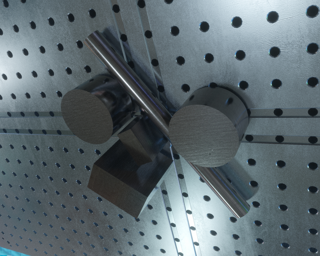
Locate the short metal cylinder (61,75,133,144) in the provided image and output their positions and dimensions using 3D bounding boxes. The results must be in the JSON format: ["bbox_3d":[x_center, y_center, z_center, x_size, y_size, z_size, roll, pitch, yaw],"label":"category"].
[{"bbox_3d":[-0.085,-0.025,0.419,0.080,0.050,0.079,13,124,21],"label":"short metal cylinder"}]

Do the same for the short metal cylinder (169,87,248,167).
[{"bbox_3d":[0.057,-0.001,0.359,0.080,0.050,0.079,13,124,21],"label":"short metal cylinder"}]

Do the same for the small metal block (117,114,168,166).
[{"bbox_3d":[-0.021,0.013,0.409,0.025,0.050,0.050,-23,106,36],"label":"small metal block"}]

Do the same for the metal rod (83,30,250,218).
[{"bbox_3d":[0.013,0.000,0.399,0.300,0.025,0.025,49,129,-7],"label":"metal rod"}]

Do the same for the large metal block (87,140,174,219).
[{"bbox_3d":[-0.040,0.063,0.430,0.080,0.080,0.050,30,129,9],"label":"large metal block"}]
